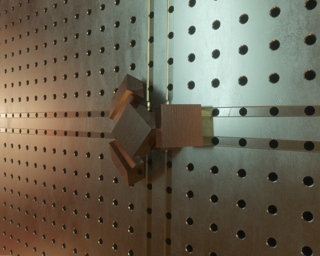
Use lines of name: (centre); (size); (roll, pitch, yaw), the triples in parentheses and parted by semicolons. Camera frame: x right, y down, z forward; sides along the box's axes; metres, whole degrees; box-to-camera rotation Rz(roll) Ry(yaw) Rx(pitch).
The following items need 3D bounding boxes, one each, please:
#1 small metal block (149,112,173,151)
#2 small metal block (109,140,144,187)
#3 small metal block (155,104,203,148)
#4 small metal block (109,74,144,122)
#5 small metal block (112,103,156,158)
small metal block: (-0.010, 0.003, 0.419); (0.050, 0.025, 0.050); (2, 94, 40)
small metal block: (-0.046, 0.046, 0.432); (0.050, 0.025, 0.050); (53, 158, 27)
small metal block: (0.022, -0.002, 0.372); (0.025, 0.050, 0.050); (172, 96, -72)
small metal block: (-0.047, -0.040, 0.433); (0.050, 0.025, 0.050); (-54, 23, 26)
small metal block: (-0.029, 0.003, 0.402); (0.050, 0.025, 0.050); (49, 118, 28)
